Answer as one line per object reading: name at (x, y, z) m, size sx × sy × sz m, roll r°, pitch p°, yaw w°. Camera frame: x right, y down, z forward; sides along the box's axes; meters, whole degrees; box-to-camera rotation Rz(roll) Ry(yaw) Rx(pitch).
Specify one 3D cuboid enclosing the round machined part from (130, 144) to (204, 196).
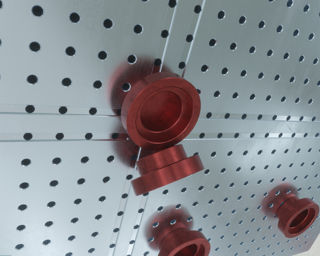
round machined part at (0.006, 0.053, 0.416) m, size 0.099 × 0.042 × 0.098 m, roll -21°, pitch 171°, yaw -3°

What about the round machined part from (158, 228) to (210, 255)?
round machined part at (0.039, 0.222, 0.561) m, size 0.099 × 0.042 × 0.097 m, roll -14°, pitch 125°, yaw -21°

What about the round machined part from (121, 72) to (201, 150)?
round machined part at (-0.002, -0.024, 0.386) m, size 0.099 × 0.042 × 0.097 m, roll -14°, pitch 125°, yaw -21°

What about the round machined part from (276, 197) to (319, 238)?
round machined part at (0.300, 0.193, 0.688) m, size 0.099 × 0.042 × 0.097 m, roll -14°, pitch 125°, yaw -21°
